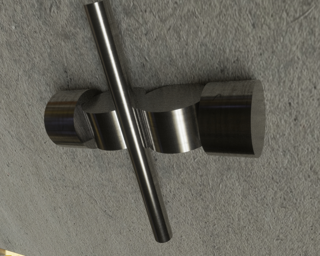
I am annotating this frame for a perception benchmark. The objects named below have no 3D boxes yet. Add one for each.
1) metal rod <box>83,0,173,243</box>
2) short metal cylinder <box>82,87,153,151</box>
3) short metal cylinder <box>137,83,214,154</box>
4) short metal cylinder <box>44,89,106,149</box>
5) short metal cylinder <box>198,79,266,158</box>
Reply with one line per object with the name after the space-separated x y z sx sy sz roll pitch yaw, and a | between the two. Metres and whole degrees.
-0.027 0.014 0.352 0.025 0.025 0.298 1 119 28 | metal rod
-0.051 -0.014 0.391 0.080 0.080 0.050 1 119 28 | short metal cylinder
0.019 -0.013 0.354 0.080 0.080 0.050 1 119 28 | short metal cylinder
-0.108 -0.012 0.422 0.050 0.080 0.080 1 119 28 | short metal cylinder
0.078 -0.010 0.326 0.050 0.080 0.080 1 119 28 | short metal cylinder
